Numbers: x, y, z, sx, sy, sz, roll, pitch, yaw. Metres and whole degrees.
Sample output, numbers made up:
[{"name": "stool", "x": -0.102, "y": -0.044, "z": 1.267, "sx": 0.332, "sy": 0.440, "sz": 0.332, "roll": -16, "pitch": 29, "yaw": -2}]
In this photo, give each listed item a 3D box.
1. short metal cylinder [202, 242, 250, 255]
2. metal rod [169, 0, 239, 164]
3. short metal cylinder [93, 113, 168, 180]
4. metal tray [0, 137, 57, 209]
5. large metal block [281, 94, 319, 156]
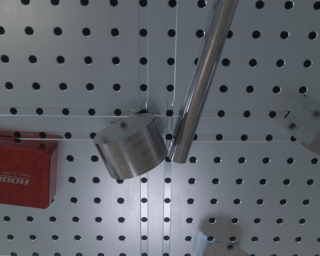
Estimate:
[{"name": "short metal cylinder", "x": 0.099, "y": 0.220, "z": 0.466, "sx": 0.081, "sy": 0.080, "sz": 0.050, "roll": 9, "pitch": 110, "yaw": -3}, {"name": "metal rod", "x": 0.062, "y": -0.092, "z": 0.379, "sx": 0.025, "sy": 0.025, "sz": 0.298, "roll": 14, "pitch": 110, "yaw": -5}, {"name": "short metal cylinder", "x": -0.036, "y": 0.021, "z": 0.391, "sx": 0.080, "sy": 0.080, "sz": 0.050, "roll": -19, "pitch": 109, "yaw": 7}, {"name": "metal tray", "x": -0.215, "y": 0.060, "z": 0.431, "sx": 0.131, "sy": 0.030, "sz": 0.089, "roll": 8, "pitch": 110, "yaw": -3}, {"name": "large metal block", "x": 0.213, "y": 0.007, "z": 0.388, "sx": 0.080, "sy": 0.080, "sz": 0.050, "roll": 28, "pitch": 108, "yaw": -10}]
